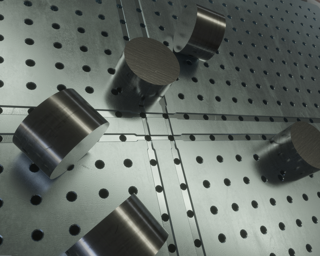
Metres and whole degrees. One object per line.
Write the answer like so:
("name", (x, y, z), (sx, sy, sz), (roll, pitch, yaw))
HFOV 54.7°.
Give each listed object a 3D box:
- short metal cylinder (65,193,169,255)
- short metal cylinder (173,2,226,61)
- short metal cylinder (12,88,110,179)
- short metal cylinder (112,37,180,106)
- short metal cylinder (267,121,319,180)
("short metal cylinder", (-0.039, 0.106, 0.287), (0.050, 0.080, 0.081), (49, 51, 6))
("short metal cylinder", (0.062, -0.154, 0.500), (0.050, 0.080, 0.080), (13, 56, -21))
("short metal cylinder", (-0.098, 0.006, 0.316), (0.050, 0.080, 0.080), (44, 51, 2))
("short metal cylinder", (-0.020, -0.078, 0.429), (0.081, 0.050, 0.080), (14, 56, -21))
("short metal cylinder", (0.219, 0.036, 0.487), (0.081, 0.050, 0.080), (14, 56, -21))
